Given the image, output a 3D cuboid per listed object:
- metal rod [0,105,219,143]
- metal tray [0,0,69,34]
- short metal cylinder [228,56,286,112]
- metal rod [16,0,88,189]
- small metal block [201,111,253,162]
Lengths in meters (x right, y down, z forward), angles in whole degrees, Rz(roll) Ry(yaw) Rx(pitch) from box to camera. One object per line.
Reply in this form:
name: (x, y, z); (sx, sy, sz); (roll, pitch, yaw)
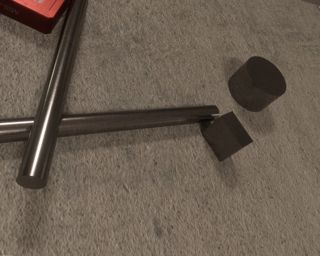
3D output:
metal rod: (-0.049, -0.009, 0.383); (0.303, 0.025, 0.025); (-6, 65, -31)
metal tray: (-0.192, -0.190, 0.413); (0.131, 0.030, 0.090); (24, 53, -14)
short metal cylinder: (0.164, -0.074, 0.524); (0.081, 0.050, 0.080); (14, 56, -21)
metal rod: (-0.115, -0.070, 0.362); (0.025, 0.025, 0.300); (15, 48, -20)
small metal block: (0.092, 0.013, 0.432); (0.025, 0.050, 0.050); (-22, 74, -36)
